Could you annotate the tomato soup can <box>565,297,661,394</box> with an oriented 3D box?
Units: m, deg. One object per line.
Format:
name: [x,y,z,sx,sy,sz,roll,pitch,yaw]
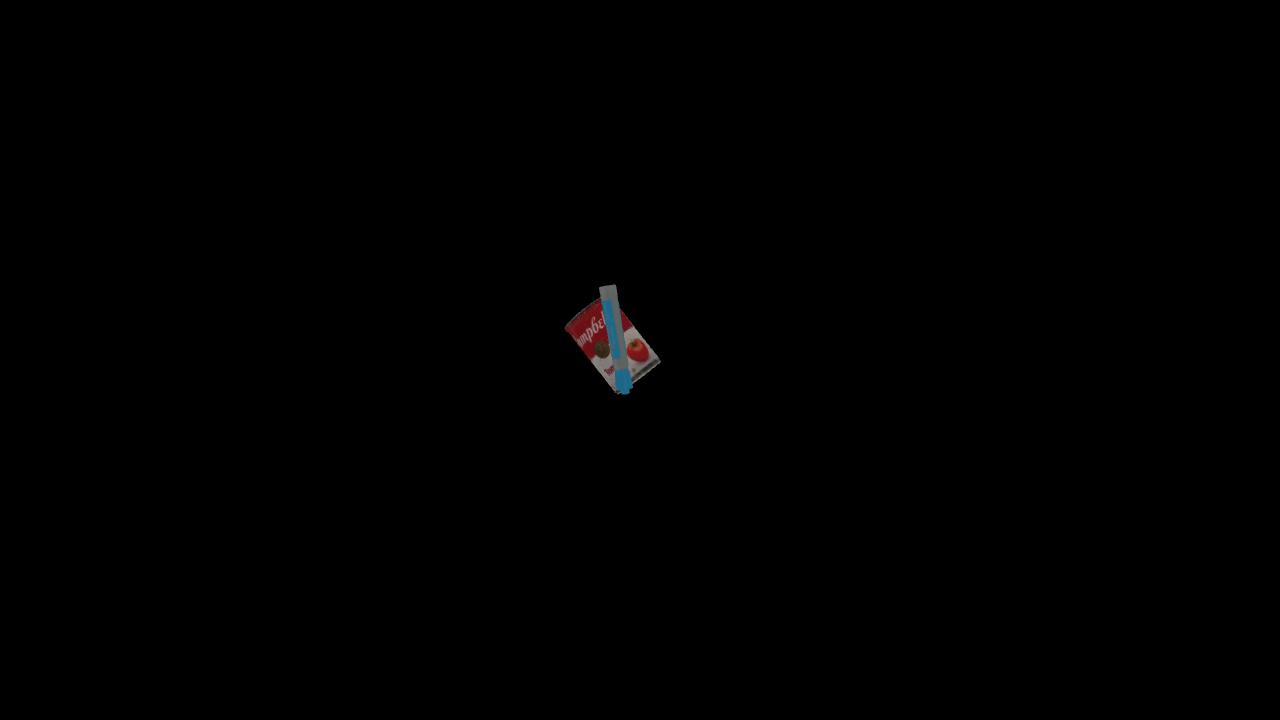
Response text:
tomato soup can: [-0.031,-0.018,0.723,0.068,0.101,0.068,-38,-1,-1]

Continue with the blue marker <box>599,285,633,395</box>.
blue marker: [-0.025,-0.021,0.673,0.020,0.121,0.020,-9,8,1]
